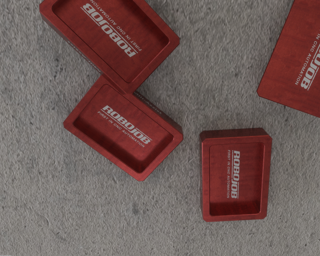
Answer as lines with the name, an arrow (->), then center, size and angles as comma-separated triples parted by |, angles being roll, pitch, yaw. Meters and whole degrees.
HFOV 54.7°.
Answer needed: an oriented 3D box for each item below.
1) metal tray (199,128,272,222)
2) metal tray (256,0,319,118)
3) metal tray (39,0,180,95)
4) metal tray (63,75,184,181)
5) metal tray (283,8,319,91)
metal tray -> 0.103, 0.067, 0.432 | 0.091, 0.030, 0.129 | -3, 110, 1
metal tray -> 0.179, -0.085, 0.357 | 0.090, 0.030, 0.129 | 22, 112, 13
metal tray -> -0.053, -0.112, 0.348 | 0.130, 0.030, 0.090 | 44, 82, -14
metal tray -> -0.046, -0.001, 0.406 | 0.130, 0.030, 0.090 | 38, 105, -13
metal tray -> 0.228, -0.087, 0.376 | 0.131, 0.030, 0.089 | 10, 110, -4
